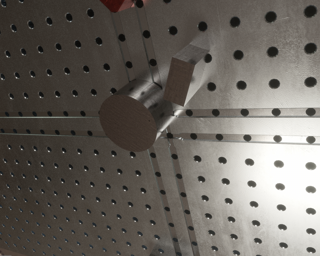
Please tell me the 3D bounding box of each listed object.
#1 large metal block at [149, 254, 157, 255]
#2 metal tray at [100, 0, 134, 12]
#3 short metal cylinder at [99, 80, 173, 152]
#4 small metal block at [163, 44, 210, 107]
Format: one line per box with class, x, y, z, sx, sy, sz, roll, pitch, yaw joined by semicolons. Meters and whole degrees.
large metal block;0.012;0.287;0.565;0.080;0.050;0.079;8;122;23
metal tray;-0.065;-0.198;0.318;0.130;0.030;0.090;44;129;-3
short metal cylinder;-0.030;-0.016;0.399;0.080;0.050;0.079;13;124;20
small metal block;0.029;-0.059;0.342;0.025;0.050;0.050;23;127;14
